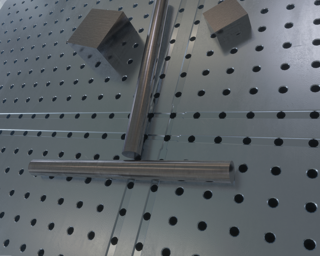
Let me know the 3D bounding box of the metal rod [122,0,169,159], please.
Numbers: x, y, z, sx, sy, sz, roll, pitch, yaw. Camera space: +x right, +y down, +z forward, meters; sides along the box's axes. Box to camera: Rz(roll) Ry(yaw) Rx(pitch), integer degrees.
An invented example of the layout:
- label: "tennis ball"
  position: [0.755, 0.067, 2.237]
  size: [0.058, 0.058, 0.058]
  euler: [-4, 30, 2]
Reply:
- label: "metal rod"
  position: [-0.017, -0.096, 0.475]
  size: [0.025, 0.025, 0.300]
  euler: [-5, 59, 25]

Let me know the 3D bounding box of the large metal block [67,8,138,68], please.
- label: "large metal block"
  position: [-0.101, -0.159, 0.543]
  size: [0.080, 0.050, 0.080]
  euler: [20, 72, 35]

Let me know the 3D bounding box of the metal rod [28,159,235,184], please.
- label: "metal rod"
  position: [-0.056, 0.054, 0.404]
  size: [0.300, 0.025, 0.025]
  euler: [-3, 61, 27]

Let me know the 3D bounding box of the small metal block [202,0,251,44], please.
- label: "small metal block"
  position: [0.097, -0.159, 0.455]
  size: [0.050, 0.025, 0.050]
  euler: [-28, 52, 10]
